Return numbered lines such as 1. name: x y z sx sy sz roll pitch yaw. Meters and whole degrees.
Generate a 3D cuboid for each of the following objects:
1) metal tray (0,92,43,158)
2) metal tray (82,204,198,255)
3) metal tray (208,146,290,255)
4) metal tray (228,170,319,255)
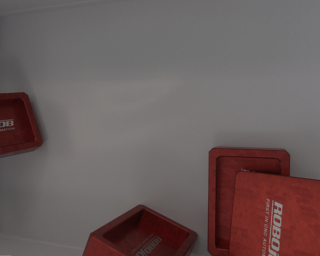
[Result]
1. metal tray: -0.245 -0.001 0.440 0.030 0.131 0.090 -26 81 40
2. metal tray: -0.016 0.136 0.360 0.090 0.130 0.030 23 98 18
3. metal tray: 0.105 0.089 0.370 0.090 0.030 0.129 1 90 20
4. metal tray: 0.121 0.114 0.322 0.090 0.030 0.129 2 82 39
